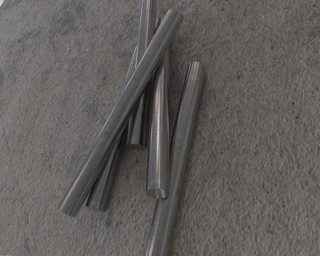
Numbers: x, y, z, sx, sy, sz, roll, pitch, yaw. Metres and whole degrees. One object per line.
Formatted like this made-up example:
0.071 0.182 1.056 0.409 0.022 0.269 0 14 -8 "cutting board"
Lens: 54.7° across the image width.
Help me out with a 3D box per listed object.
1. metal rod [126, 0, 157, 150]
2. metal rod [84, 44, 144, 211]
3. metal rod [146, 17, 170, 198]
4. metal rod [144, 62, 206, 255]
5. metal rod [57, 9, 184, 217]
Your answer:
-0.023 -0.113 0.463 0.025 0.025 0.299 -7 65 24 "metal rod"
-0.051 -0.031 0.449 0.025 0.025 0.300 -1 61 28 "metal rod"
0.001 -0.051 0.416 0.025 0.025 0.300 -14 50 20 "metal rod"
0.018 0.048 0.365 0.025 0.025 0.300 0 61 28 "metal rod"
-0.045 -0.029 0.404 0.025 0.025 0.300 18 75 35 "metal rod"
